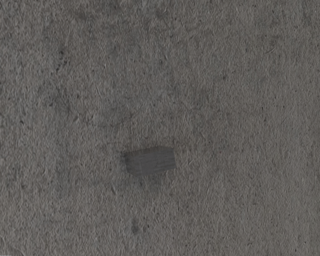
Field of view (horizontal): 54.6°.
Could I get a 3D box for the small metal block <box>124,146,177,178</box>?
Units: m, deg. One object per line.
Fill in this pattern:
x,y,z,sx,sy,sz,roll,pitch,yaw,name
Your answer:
-0.014,0.041,0.390,0.050,0.050,0.025,-11,94,-20,small metal block
